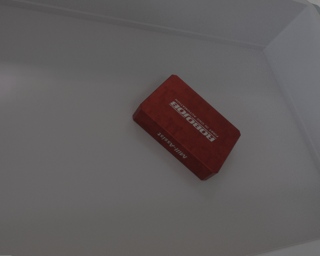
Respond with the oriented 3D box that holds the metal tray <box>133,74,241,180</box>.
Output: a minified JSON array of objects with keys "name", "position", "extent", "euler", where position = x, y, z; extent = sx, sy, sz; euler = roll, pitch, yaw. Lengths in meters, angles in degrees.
[{"name":"metal tray","position":[0.039,-0.003,0.425],"extent":[0.130,0.030,0.090],"euler":[42,51,0]}]
